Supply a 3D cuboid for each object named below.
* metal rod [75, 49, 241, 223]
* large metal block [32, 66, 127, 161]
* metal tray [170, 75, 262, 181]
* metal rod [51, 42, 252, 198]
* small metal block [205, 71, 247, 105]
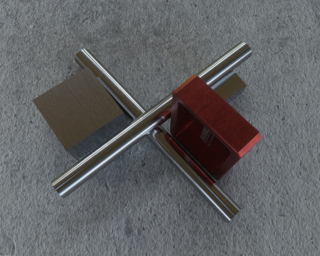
[{"bbox_3d":[-0.012,0.000,0.409,0.025,0.025,0.300,-40,75,-13],"label":"metal rod"},{"bbox_3d":[-0.100,-0.018,0.400,0.080,0.050,0.080,-35,74,-12],"label":"large metal block"},{"bbox_3d":[0.054,0.007,0.351,0.030,0.130,0.090,-41,75,-13],"label":"metal tray"},{"bbox_3d":[-0.001,-0.018,0.389,0.301,0.025,0.025,-37,75,-13],"label":"metal rod"},{"bbox_3d":[0.083,-0.059,0.432,0.050,0.025,0.050,-34,74,-12],"label":"small metal block"}]
